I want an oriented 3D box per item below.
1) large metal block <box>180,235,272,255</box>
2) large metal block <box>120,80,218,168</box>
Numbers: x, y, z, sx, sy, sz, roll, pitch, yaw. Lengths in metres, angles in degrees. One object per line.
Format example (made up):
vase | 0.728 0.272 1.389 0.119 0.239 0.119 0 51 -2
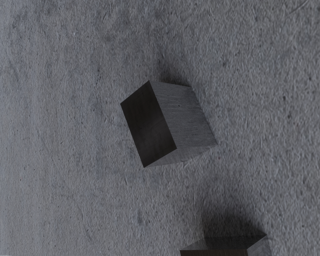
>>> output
large metal block | 0.075 0.162 0.326 0.080 0.050 0.080 -19 78 38
large metal block | 0.011 -0.004 0.360 0.050 0.081 0.080 -34 69 35
